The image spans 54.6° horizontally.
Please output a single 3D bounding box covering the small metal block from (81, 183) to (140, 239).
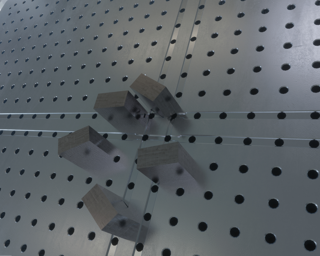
[{"bbox_3d":[-0.057,0.098,0.363,0.025,0.050,0.050,-46,51,-3],"label":"small metal block"}]

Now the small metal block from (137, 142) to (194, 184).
[{"bbox_3d":[0.007,0.042,0.363,0.050,0.050,0.025,-12,57,22],"label":"small metal block"}]

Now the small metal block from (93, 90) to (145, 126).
[{"bbox_3d":[-0.056,-0.027,0.439,0.050,0.050,0.025,-3,61,27],"label":"small metal block"}]

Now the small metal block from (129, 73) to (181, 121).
[{"bbox_3d":[-0.006,-0.042,0.422,0.050,0.050,0.025,35,81,38],"label":"small metal block"}]

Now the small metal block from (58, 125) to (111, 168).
[{"bbox_3d":[-0.105,0.027,0.432,0.050,0.050,0.025,-23,53,15],"label":"small metal block"}]
